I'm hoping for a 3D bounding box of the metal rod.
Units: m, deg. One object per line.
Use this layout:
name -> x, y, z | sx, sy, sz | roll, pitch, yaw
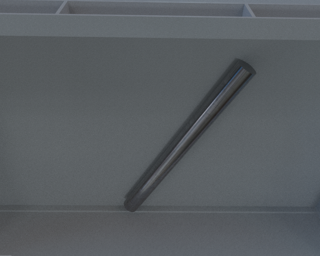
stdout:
metal rod -> 0.025, 0.030, 0.434 | 0.025, 0.025, 0.298 | 23, 126, -19
